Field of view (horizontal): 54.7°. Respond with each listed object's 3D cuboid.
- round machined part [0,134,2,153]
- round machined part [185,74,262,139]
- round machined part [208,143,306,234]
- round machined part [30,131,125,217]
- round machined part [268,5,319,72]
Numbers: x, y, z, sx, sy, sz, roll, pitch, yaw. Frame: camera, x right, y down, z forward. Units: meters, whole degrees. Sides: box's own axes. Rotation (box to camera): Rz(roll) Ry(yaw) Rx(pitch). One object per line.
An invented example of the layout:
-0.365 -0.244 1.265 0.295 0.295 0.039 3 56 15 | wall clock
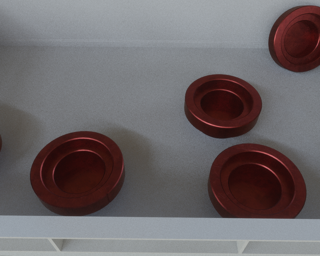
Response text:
-0.239 0.029 0.366 0.099 0.042 0.098 2 50 -2 | round machined part
0.082 -0.025 0.415 0.099 0.042 0.098 0 50 0 | round machined part
0.101 0.068 0.337 0.099 0.042 0.098 0 50 0 | round machined part
-0.088 0.054 0.348 0.099 0.042 0.098 0 50 0 | round machined part
0.217 -0.140 0.485 0.099 0.097 0.042 -6 21 -5 | round machined part
